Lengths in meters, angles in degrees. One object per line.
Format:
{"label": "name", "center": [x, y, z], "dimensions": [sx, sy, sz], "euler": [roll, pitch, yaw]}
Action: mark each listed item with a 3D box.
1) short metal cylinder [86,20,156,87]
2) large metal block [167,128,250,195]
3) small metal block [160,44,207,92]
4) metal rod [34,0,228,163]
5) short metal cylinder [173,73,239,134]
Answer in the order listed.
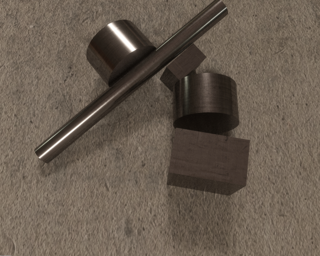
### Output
{"label": "short metal cylinder", "center": [-0.050, -0.095, 0.413], "dimensions": [0.080, 0.080, 0.050], "euler": [-36, 74, -12]}
{"label": "large metal block", "center": [0.053, 0.043, 0.364], "dimensions": [0.080, 0.080, 0.050], "euler": [10, 71, 3]}
{"label": "small metal block", "center": [0.030, -0.081, 0.422], "dimensions": [0.050, 0.050, 0.025], "euler": [-44, 90, -14]}
{"label": "metal rod", "center": [-0.035, -0.061, 0.398], "dimensions": [0.300, 0.025, 0.025], "euler": [-40, 75, -1]}
{"label": "short metal cylinder", "center": [0.057, -0.028, 0.390], "dimensions": [0.081, 0.080, 0.050], "euler": [1, 70, 0]}
